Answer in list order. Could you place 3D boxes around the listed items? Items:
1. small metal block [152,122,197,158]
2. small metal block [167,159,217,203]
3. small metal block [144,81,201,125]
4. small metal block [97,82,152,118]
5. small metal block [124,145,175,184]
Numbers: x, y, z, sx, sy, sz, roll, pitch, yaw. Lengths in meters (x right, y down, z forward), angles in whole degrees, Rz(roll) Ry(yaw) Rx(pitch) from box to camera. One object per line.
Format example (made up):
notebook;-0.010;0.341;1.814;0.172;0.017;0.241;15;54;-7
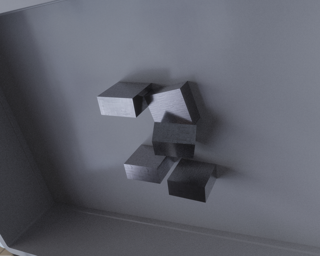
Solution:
small metal block;0.018;0.016;0.385;0.050;0.025;0.050;5;156;5
small metal block;0.044;0.068;0.412;0.050;0.050;0.025;7;122;24
small metal block;0.016;-0.026;0.384;0.050;0.025;0.050;-9;114;32
small metal block;-0.042;-0.037;0.392;0.050;0.050;0.025;6;121;25
small metal block;-0.014;0.049;0.430;0.050;0.050;0.025;4;120;26
